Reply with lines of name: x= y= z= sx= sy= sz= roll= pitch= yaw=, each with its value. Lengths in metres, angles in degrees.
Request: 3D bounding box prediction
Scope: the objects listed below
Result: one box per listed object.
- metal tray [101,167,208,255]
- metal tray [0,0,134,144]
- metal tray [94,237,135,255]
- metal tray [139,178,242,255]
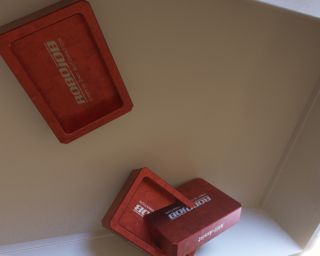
metal tray: x=-0.002 y=0.126 z=0.424 sx=0.130 sy=0.030 sz=0.090 roll=39 pitch=63 yaw=-17
metal tray: x=-0.092 y=-0.055 z=0.320 sx=0.090 sy=0.030 sz=0.129 roll=-29 pitch=128 yaw=-10
metal tray: x=-0.067 y=0.241 z=0.456 sx=0.090 sy=0.130 sz=0.030 roll=-40 pitch=129 yaw=-1
metal tray: x=0.041 y=0.124 z=0.446 sx=0.131 sy=0.090 sz=0.030 roll=-16 pitch=121 yaw=-35
